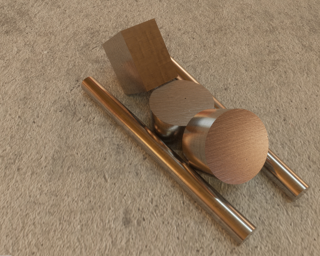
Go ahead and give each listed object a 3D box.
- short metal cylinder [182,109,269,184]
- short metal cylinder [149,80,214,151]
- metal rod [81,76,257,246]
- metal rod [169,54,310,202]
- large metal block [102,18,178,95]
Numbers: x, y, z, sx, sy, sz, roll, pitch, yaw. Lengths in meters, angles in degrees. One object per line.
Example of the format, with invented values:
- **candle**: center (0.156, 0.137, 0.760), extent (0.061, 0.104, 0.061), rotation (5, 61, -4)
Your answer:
- **short metal cylinder**: center (0.072, 0.018, 0.346), extent (0.081, 0.080, 0.050), rotation (-25, 12, -20)
- **short metal cylinder**: center (0.027, -0.017, 0.403), extent (0.081, 0.050, 0.080), rotation (0, 50, 0)
- **metal rod**: center (-0.008, 0.022, 0.385), extent (0.025, 0.025, 0.300), rotation (-33, 58, -25)
- **metal rod**: center (0.077, -0.024, 0.425), extent (0.025, 0.025, 0.300), rotation (-26, 55, -20)
- **large metal block**: center (-0.029, -0.094, 0.428), extent (0.050, 0.080, 0.080), rotation (-29, 14, -23)
